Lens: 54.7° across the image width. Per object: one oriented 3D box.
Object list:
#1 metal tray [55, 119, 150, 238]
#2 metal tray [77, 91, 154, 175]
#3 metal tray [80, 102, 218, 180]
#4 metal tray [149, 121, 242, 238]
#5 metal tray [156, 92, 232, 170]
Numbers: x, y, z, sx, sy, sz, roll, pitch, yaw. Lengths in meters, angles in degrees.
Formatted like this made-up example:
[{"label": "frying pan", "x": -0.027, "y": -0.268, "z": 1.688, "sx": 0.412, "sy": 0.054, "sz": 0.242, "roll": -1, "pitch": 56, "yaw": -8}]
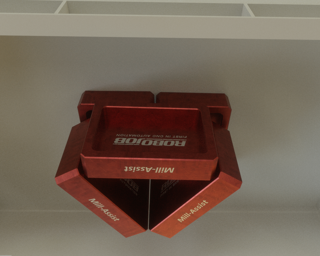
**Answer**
[{"label": "metal tray", "x": -0.061, "y": 0.061, "z": 0.376, "sx": 0.030, "sy": 0.090, "sz": 0.130, "roll": -25, "pitch": 126, "yaw": 20}, {"label": "metal tray", "x": -0.053, "y": 0.013, "z": 0.415, "sx": 0.091, "sy": 0.030, "sz": 0.129, "roll": 0, "pitch": 129, "yaw": 0}, {"label": "metal tray", "x": -0.010, "y": 0.011, "z": 0.333, "sx": 0.131, "sy": 0.090, "sz": 0.030, "roll": 2, "pitch": 130, "yaw": -1}, {"label": "metal tray", "x": 0.036, "y": 0.064, "z": 0.378, "sx": 0.030, "sy": 0.090, "sz": 0.129, "roll": 29, "pitch": 125, "yaw": -22}, {"label": "metal tray", "x": 0.039, "y": 0.015, "z": 0.417, "sx": 0.091, "sy": 0.030, "sz": 0.129, "roll": 1, "pitch": 129, "yaw": -1}]
